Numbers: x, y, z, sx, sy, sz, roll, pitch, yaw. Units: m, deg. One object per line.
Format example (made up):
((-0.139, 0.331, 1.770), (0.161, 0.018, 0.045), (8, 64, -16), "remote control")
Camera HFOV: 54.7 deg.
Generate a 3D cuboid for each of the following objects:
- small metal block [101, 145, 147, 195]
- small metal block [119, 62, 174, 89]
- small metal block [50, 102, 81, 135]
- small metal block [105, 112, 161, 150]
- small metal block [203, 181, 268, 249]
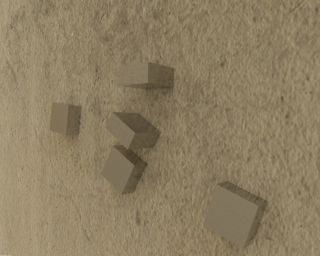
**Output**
((-0.053, 0.059, 0.446), (0.050, 0.025, 0.050), (38, 113, 33), "small metal block")
((-0.017, -0.066, 0.401), (0.050, 0.050, 0.025), (1, 91, 39), "small metal block")
((-0.165, -0.017, 0.538), (0.050, 0.025, 0.050), (12, 97, 39), "small metal block")
((-0.036, 0.003, 0.416), (0.050, 0.050, 0.025), (40, 114, 32), "small metal block")
((0.081, 0.093, 0.337), (0.050, 0.025, 0.050), (24, 105, 37), "small metal block")
